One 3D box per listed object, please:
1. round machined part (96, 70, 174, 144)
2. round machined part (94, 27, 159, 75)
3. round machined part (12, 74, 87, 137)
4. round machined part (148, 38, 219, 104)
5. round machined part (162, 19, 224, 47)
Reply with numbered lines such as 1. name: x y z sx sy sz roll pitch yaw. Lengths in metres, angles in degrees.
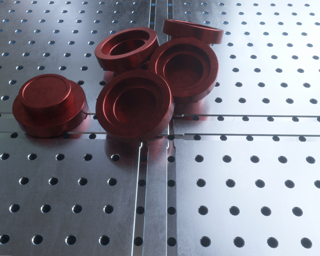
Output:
1. round machined part: -0.030 -0.024 0.405 0.098 0.042 0.098 -5 63 11
2. round machined part: -0.047 -0.114 0.482 0.098 0.042 0.098 -11 40 9
3. round machined part: -0.153 -0.038 0.428 0.099 0.042 0.098 0 50 0
4. round machined part: 0.034 -0.078 0.450 0.098 0.042 0.098 -2 68 6
5. round machined part: 0.051 -0.146 0.502 0.099 0.042 0.098 10 22 -4
